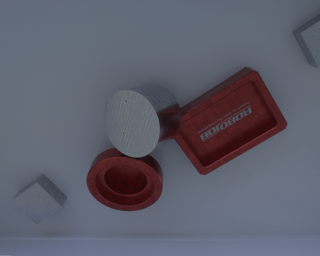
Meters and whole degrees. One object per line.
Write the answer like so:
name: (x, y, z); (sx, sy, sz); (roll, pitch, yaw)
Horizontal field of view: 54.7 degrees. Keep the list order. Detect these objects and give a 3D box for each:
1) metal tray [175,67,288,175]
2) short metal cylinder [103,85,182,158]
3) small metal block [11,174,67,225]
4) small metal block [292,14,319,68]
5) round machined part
metal tray: (0.086, -0.007, 0.407); (0.130, 0.030, 0.090); (-32, 107, 11)
short metal cylinder: (-0.021, -0.010, 0.375); (0.080, 0.050, 0.079); (10, 109, 30)
small metal block: (-0.173, 0.103, 0.447); (0.050, 0.025, 0.050); (-35, 107, 11)
small metal block: (0.199, -0.109, 0.374); (0.050, 0.025, 0.050); (-33, 107, 11)
round machined part: (-0.045, 0.063, 0.417); (0.099, 0.042, 0.097); (2, 125, 2)
